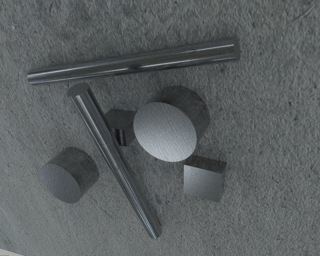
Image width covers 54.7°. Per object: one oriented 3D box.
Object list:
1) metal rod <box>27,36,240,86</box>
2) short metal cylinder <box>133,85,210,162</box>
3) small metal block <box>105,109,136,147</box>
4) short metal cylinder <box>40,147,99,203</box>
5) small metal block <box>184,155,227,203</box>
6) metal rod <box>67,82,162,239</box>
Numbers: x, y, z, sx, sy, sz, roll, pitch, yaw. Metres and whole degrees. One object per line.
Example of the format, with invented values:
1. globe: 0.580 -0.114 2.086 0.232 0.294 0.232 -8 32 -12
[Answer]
1. metal rod: -0.053 -0.077 0.386 0.300 0.025 0.025 -1 118 28
2. short metal cylinder: 0.015 -0.006 0.379 0.080 0.050 0.079 13 124 21
3. small metal block: -0.056 -0.002 0.419 0.050 0.050 0.025 8 122 24
4. short metal cylinder: -0.151 0.079 0.519 0.080 0.050 0.079 13 124 21
5. small metal block: 0.060 0.068 0.417 0.050 0.025 0.050 12 123 22
6. metal rod: -0.048 0.067 0.425 0.025 0.025 0.299 4 135 26
